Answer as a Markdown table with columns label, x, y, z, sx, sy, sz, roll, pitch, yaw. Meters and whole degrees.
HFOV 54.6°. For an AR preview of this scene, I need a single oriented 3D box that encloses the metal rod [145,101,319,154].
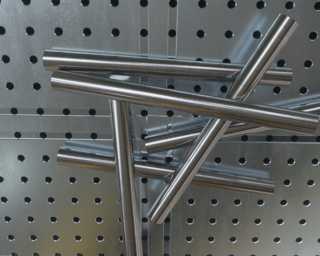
| label | x | y | z | sx | sy | sz | roll | pitch | yaw |
| --- | --- | --- | --- | --- | --- | --- | --- | --- | --- |
| metal rod | 0.129 | -0.007 | 0.411 | 0.301 | 0.025 | 0.025 | -12 | 110 | 4 |

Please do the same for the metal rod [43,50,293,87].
| label | x | y | z | sx | sy | sz | roll | pitch | yaw |
| --- | --- | --- | --- | --- | --- | --- | --- | --- | --- |
| metal rod | 0.011 | -0.074 | 0.386 | 0.302 | 0.025 | 0.025 | 4 | 110 | -2 |

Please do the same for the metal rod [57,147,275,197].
| label | x | y | z | sx | sy | sz | roll | pitch | yaw |
| --- | --- | --- | --- | --- | --- | --- | --- | --- | --- |
| metal rod | 0.011 | 0.062 | 0.436 | 0.302 | 0.025 | 0.025 | 9 | 110 | -4 |

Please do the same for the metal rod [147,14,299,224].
| label | x | y | z | sx | sy | sz | roll | pitch | yaw |
| --- | --- | --- | --- | --- | --- | --- | --- | --- | --- |
| metal rod | 0.068 | 0.002 | 0.386 | 0.025 | 0.025 | 0.299 | 28 | 108 | -10 |

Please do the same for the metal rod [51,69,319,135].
| label | x | y | z | sx | sy | sz | roll | pitch | yaw |
| --- | --- | --- | --- | --- | --- | --- | --- | --- | --- |
| metal rod | 0.022 | -0.031 | 0.358 | 0.301 | 0.025 | 0.025 | 10 | 110 | 6 |

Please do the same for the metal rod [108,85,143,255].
| label | x | y | z | sx | sy | sz | roll | pitch | yaw |
| --- | --- | --- | --- | --- | --- | --- | --- | --- | --- |
| metal rod | -0.043 | 0.088 | 0.410 | 0.025 | 0.025 | 0.298 | -4 | 97 | 1 |
